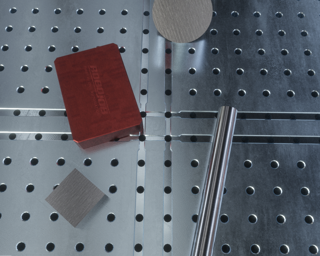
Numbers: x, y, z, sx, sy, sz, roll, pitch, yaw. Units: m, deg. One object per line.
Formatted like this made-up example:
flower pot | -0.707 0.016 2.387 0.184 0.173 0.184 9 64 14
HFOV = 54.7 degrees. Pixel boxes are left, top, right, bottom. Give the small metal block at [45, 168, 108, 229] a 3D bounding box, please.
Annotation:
small metal block | -0.101 0.086 0.379 0.050 0.025 0.050 38 74 12

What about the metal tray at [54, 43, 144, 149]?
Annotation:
metal tray | -0.084 -0.046 0.425 0.091 0.030 0.130 -17 71 -7

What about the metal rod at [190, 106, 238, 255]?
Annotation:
metal rod | 0.057 0.112 0.371 0.025 0.025 0.299 13 70 4

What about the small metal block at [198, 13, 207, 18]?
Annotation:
small metal block | 0.052 -0.188 0.481 0.050 0.025 0.050 8 70 2

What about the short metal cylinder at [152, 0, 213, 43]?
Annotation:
short metal cylinder | 0.032 -0.162 0.438 0.080 0.050 0.079 1 106 5
